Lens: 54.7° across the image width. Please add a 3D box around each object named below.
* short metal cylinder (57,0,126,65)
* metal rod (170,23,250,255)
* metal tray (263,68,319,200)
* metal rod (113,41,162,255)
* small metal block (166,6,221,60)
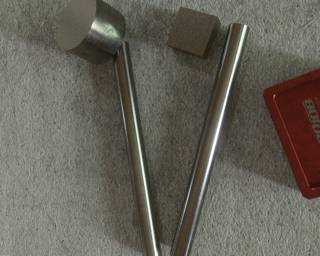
[{"bbox_3d":[-0.092,-0.132,0.414,0.080,0.050,0.080,-12,71,36],"label":"short metal cylinder"},{"bbox_3d":[0.060,0.022,0.387,0.025,0.025,0.298,16,95,19],"label":"metal rod"},{"bbox_3d":[0.180,0.003,0.342,0.090,0.030,0.129,-21,83,18],"label":"metal tray"},{"bbox_3d":[-0.032,0.031,0.420,0.025,0.025,0.298,-10,87,19],"label":"metal rod"},{"bbox_3d":[0.043,-0.120,0.394,0.050,0.025,0.050,23,98,18],"label":"small metal block"}]
